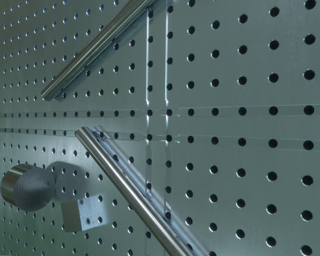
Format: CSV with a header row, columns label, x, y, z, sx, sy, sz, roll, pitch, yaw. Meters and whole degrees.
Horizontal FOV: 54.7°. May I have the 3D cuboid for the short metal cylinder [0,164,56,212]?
label,x,y,z,sx,sy,sz,roll,pitch,yaw
short metal cylinder,-0.244,0.110,0.576,0.050,0.081,0.079,5,94,40

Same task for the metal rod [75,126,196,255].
label,x,y,z,sx,sy,sz,roll,pitch,yaw
metal rod,-0.036,0.097,0.439,0.300,0.025,0.025,44,116,31

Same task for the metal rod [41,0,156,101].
label,x,y,z,sx,sy,sz,roll,pitch,yaw
metal rod,-0.109,-0.125,0.499,0.299,0.025,0.025,-32,71,35

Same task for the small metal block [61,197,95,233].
label,x,y,z,sx,sy,sz,roll,pitch,yaw
small metal block,-0.140,0.148,0.526,0.050,0.025,0.050,-19,78,38
